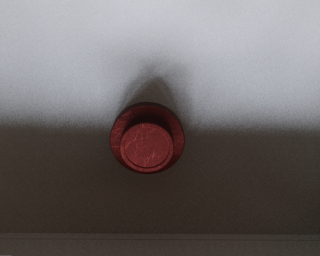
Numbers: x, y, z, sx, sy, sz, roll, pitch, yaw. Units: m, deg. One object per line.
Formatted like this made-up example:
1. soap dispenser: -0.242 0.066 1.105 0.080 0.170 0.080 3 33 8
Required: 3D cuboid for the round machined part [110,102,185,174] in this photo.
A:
1. round machined part: -0.017 0.018 0.405 0.099 0.042 0.097 0 110 -1
